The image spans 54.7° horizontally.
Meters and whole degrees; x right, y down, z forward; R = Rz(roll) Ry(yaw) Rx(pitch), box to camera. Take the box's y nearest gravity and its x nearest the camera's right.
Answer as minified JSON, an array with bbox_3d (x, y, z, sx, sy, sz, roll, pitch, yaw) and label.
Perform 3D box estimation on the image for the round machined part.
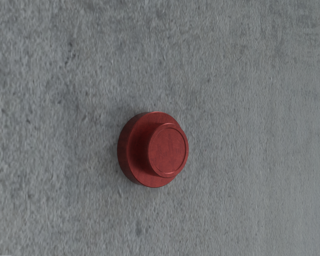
[{"bbox_3d":[-0.001,0.028,0.395,0.099,0.042,0.097,0,90,-40],"label":"round machined part"}]
